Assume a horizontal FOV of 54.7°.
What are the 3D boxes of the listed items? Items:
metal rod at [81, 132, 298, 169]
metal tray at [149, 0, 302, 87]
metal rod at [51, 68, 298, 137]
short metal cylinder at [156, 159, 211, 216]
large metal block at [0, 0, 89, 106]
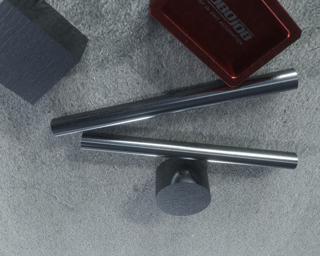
[{"bbox_3d":[0.045,0.033,0.435,0.302,0.025,0.025,6,130,-6],"label":"metal rod"},{"bbox_3d":[0.065,-0.111,0.310,0.130,0.030,0.090,35,122,-27],"label":"metal tray"},{"bbox_3d":[0.010,-0.029,0.382,0.301,0.025,0.025,-11,130,8],"label":"metal rod"},{"bbox_3d":[0.034,0.088,0.467,0.081,0.050,0.079,0,130,0],"label":"short metal cylinder"},{"bbox_3d":[-0.135,-0.083,0.318,0.080,0.050,0.080,-35,122,25],"label":"large metal block"}]
